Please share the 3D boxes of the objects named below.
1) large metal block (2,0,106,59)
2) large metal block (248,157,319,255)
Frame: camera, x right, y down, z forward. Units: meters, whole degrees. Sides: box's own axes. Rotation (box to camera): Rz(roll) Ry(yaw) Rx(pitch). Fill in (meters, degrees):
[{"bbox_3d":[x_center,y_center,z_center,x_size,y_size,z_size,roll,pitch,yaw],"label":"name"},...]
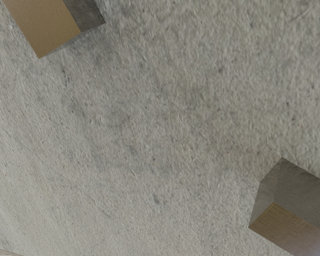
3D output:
[{"bbox_3d":[-0.126,-0.140,0.368,0.080,0.050,0.080,-17,110,34],"label":"large metal block"},{"bbox_3d":[0.154,0.091,0.346,0.080,0.080,0.050,31,128,8],"label":"large metal block"}]
